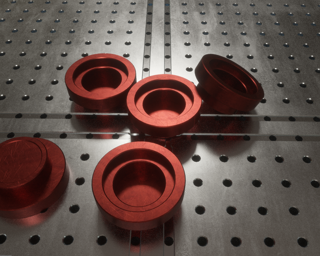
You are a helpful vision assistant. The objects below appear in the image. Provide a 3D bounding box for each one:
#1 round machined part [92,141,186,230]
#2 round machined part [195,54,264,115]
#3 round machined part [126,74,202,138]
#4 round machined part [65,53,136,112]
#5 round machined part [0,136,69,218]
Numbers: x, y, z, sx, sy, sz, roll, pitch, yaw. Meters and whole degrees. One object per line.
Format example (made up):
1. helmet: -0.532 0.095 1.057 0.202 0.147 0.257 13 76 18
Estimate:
1. round machined part: -0.022 0.066 0.341 0.099 0.042 0.098 0 50 0
2. round machined part: 0.090 -0.056 0.428 0.099 0.042 0.098 21 37 -16
3. round machined part: 0.006 -0.025 0.417 0.099 0.042 0.098 -1 50 1
4. round machined part: -0.082 -0.061 0.447 0.099 0.042 0.098 0 50 0
5. round machined part: -0.158 0.048 0.354 0.099 0.042 0.098 0 50 0
